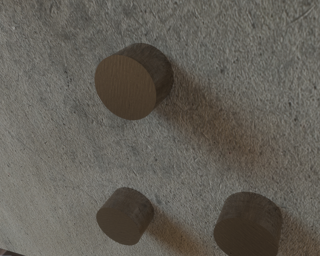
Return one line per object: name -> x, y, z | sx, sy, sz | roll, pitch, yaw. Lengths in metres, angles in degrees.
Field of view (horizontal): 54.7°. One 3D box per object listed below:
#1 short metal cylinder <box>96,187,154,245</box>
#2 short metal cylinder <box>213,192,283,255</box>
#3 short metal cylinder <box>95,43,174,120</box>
short metal cylinder -> -0.057, 0.145, 0.510 | 0.080, 0.050, 0.079 | 13, 124, 21
short metal cylinder -> 0.117, 0.132, 0.411 | 0.080, 0.050, 0.079 | 13, 124, 21
short metal cylinder -> -0.030, -0.056, 0.372 | 0.080, 0.050, 0.079 | 13, 124, 21
